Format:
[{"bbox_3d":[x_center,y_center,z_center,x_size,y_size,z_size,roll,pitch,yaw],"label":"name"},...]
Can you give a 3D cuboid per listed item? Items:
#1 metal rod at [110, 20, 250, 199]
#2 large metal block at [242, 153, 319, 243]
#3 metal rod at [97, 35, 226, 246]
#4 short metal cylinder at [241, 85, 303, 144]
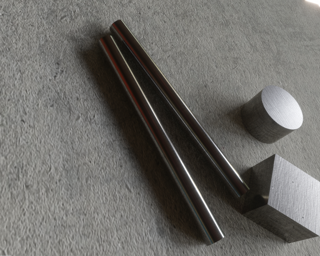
[{"bbox_3d":[0.022,-0.033,0.435,0.025,0.025,0.299,-28,77,-37],"label":"metal rod"},{"bbox_3d":[0.166,0.095,0.419,0.080,0.050,0.080,32,52,-8],"label":"large metal block"},{"bbox_3d":[-0.006,0.004,0.397,0.025,0.025,0.299,-18,72,-35],"label":"metal rod"},{"bbox_3d":[0.179,-0.021,0.497,0.081,0.050,0.080,14,56,-21],"label":"short metal cylinder"}]
